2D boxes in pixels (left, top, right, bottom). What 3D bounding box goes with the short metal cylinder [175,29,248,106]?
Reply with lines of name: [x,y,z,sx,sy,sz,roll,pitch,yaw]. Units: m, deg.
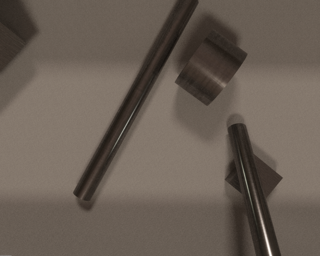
short metal cylinder: [0.062,-0.074,0.385,0.050,0.080,0.080,36,90,-1]

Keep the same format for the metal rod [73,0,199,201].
metal rod: [-0.032,-0.041,0.410,0.025,0.025,0.299,29,90,-1]

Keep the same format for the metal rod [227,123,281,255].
metal rod: [0.113,0.124,0.331,0.025,0.025,0.299,-4,56,0]

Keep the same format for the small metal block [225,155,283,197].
small metal block: [0.124,0.068,0.413,0.050,0.025,0.050,40,90,-1]

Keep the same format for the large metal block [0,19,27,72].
large metal block: [-0.228,-0.107,0.375,0.080,0.050,0.080,-48,134,0]
